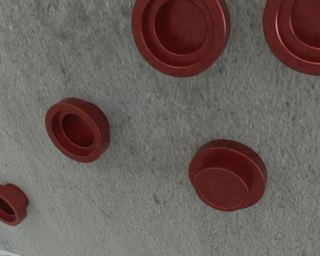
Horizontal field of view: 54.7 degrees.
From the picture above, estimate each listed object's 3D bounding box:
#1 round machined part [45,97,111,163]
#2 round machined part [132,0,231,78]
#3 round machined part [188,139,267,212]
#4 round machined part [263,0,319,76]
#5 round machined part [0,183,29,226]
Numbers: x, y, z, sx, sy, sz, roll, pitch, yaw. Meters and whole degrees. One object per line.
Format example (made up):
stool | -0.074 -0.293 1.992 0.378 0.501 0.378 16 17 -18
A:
round machined part | -0.114 -0.001 0.454 0.098 0.042 0.097 13 124 20
round machined part | 0.024 -0.105 0.317 0.098 0.042 0.097 13 124 20
round machined part | 0.082 0.067 0.393 0.098 0.042 0.097 13 124 20
round machined part | 0.141 -0.097 0.261 0.098 0.042 0.097 13 124 20
round machined part | -0.321 0.157 0.659 0.098 0.042 0.097 13 124 20
